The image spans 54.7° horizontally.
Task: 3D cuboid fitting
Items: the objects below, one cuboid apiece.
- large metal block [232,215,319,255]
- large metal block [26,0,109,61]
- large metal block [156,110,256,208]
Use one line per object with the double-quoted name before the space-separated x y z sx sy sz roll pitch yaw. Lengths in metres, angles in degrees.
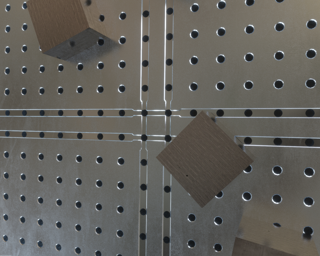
"large metal block" 0.123 0.142 0.340 0.080 0.080 0.050 12 94 19
"large metal block" -0.132 -0.155 0.445 0.080 0.050 0.080 -22 83 18
"large metal block" 0.057 0.036 0.379 0.080 0.050 0.080 -46 76 14
